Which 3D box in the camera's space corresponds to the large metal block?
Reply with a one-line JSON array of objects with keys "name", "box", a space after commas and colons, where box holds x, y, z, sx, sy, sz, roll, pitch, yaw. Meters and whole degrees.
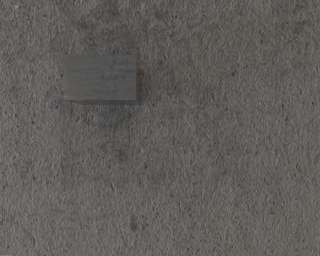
[{"name": "large metal block", "box": [-0.066, -0.056, 0.382, 0.080, 0.080, 0.050, 0, 90, 0]}]
